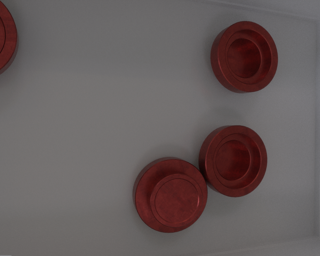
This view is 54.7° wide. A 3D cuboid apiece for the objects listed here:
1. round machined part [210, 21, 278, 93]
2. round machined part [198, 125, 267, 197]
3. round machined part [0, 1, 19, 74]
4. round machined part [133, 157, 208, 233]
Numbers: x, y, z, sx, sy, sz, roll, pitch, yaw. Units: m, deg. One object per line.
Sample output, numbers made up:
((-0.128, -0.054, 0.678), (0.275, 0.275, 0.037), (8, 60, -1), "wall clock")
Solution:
((0.115, -0.098, 0.444), (0.099, 0.042, 0.097), (0, 90, -20), "round machined part")
((0.098, 0.045, 0.437), (0.099, 0.042, 0.097), (0, 90, -20), "round machined part")
((-0.203, -0.096, 0.326), (0.099, 0.042, 0.097), (0, 90, -20), "round machined part")
((0.017, 0.089, 0.402), (0.099, 0.042, 0.097), (-1, 93, -14), "round machined part")
